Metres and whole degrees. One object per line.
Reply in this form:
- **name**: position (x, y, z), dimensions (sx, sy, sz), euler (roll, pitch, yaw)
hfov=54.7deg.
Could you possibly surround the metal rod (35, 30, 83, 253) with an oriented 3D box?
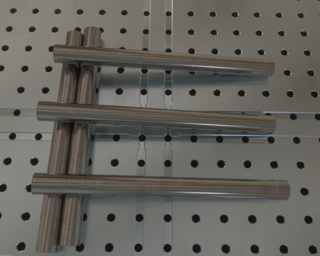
- **metal rod**: position (-0.128, 0.003, 0.408), dimensions (0.025, 0.025, 0.299), euler (1, 70, 0)

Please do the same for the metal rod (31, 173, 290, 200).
- **metal rod**: position (0.006, 0.071, 0.371), dimensions (0.302, 0.025, 0.025), euler (3, 70, -6)

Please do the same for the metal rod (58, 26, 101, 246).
- **metal rod**: position (-0.103, -0.004, 0.411), dimensions (0.025, 0.025, 0.299), euler (1, 70, 0)

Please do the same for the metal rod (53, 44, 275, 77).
- **metal rod**: position (0.010, -0.093, 0.430), dimensions (0.302, 0.025, 0.025), euler (3, 70, -6)

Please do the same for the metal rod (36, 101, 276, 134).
- **metal rod**: position (0.000, -0.013, 0.400), dimensions (0.302, 0.025, 0.025), euler (3, 70, -6)
